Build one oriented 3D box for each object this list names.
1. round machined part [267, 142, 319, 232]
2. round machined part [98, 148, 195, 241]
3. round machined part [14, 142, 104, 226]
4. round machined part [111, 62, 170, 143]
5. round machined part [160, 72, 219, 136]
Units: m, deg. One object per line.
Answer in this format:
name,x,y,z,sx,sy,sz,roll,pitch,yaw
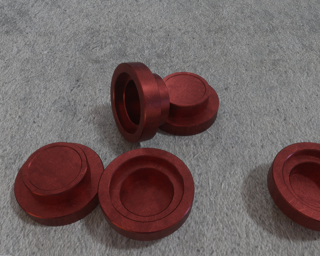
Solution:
round machined part,0.167,0.066,0.337,0.099,0.042,0.098,0,50,0
round machined part,-0.014,0.072,0.331,0.099,0.042,0.098,0,50,0
round machined part,-0.112,0.054,0.346,0.099,0.042,0.098,0,50,0
round machined part,-0.023,-0.033,0.386,0.042,0.097,0.098,-10,49,-30
round machined part,0.032,-0.040,0.426,0.099,0.042,0.098,0,50,0
